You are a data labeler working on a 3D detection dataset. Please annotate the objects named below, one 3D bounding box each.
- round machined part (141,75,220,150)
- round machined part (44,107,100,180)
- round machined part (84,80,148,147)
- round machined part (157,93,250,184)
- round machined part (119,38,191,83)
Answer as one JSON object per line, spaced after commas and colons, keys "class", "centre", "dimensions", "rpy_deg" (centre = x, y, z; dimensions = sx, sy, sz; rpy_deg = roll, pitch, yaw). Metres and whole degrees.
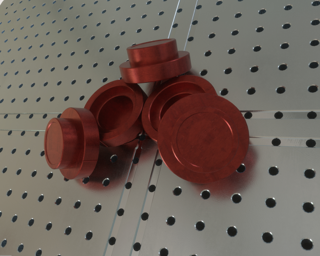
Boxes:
{"class": "round machined part", "centre": [0.030, -0.015, 0.390], "dimensions": [0.098, 0.042, 0.098], "rpy_deg": [-13, 56, 20]}
{"class": "round machined part", "centre": [-0.124, 0.021, 0.418], "dimensions": [0.098, 0.042, 0.097], "rpy_deg": [-3, 86, 50]}
{"class": "round machined part", "centre": [-0.058, -0.017, 0.435], "dimensions": [0.098, 0.042, 0.098], "rpy_deg": [-13, 56, 20]}
{"class": "round machined part", "centre": [0.046, 0.011, 0.331], "dimensions": [0.099, 0.042, 0.097], "rpy_deg": [0, 91, 3]}
{"class": "round machined part", "centre": [-0.008, -0.096, 0.426], "dimensions": [0.099, 0.042, 0.098], "rpy_deg": [-10, 21, 4]}
